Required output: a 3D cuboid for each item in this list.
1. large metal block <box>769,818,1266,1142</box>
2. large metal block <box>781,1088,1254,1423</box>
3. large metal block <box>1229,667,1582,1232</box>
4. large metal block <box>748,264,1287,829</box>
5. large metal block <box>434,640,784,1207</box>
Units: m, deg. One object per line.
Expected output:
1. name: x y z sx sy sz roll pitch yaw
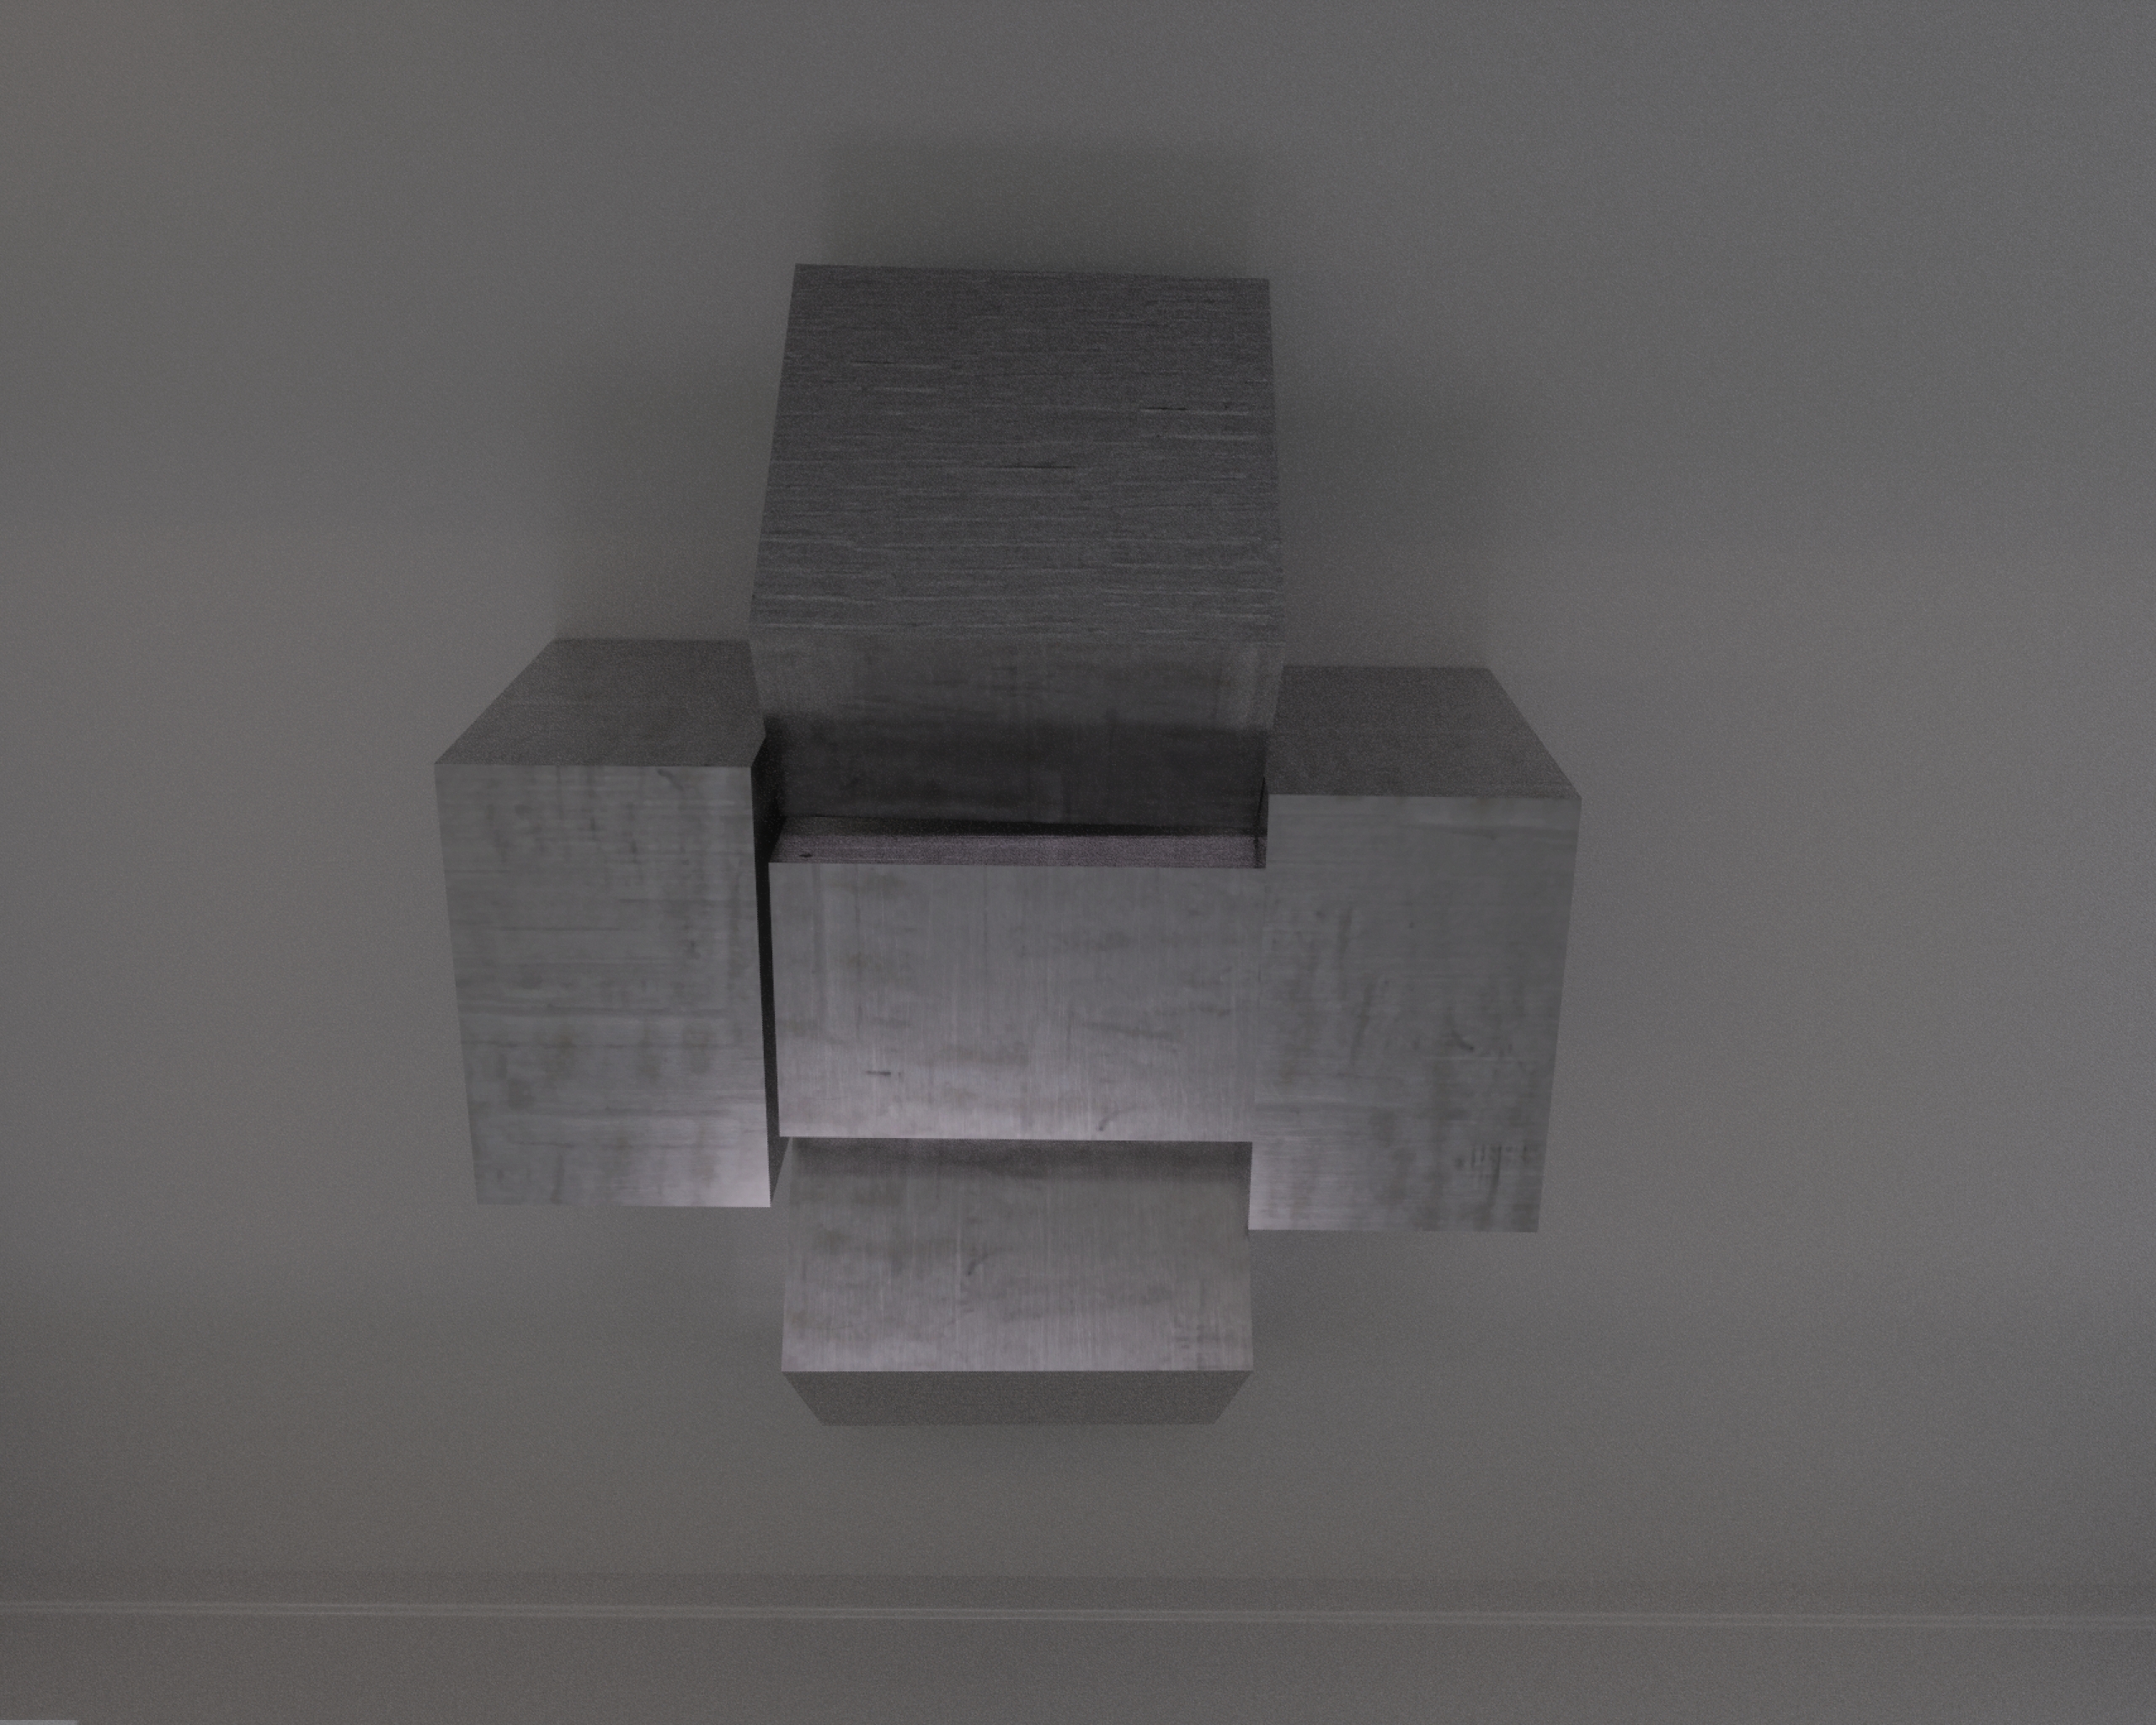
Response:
1. large metal block: -0.010 0.010 0.384 0.081 0.080 0.050 1 110 -1
2. large metal block: -0.011 0.078 0.402 0.081 0.080 0.050 0 68 -2
3. large metal block: 0.055 0.013 0.386 0.050 0.080 0.079 1 110 0
4. large metal block: -0.009 -0.054 0.354 0.081 0.080 0.050 2 148 -1
5. large metal block: -0.078 0.008 0.383 0.050 0.080 0.079 1 110 0
